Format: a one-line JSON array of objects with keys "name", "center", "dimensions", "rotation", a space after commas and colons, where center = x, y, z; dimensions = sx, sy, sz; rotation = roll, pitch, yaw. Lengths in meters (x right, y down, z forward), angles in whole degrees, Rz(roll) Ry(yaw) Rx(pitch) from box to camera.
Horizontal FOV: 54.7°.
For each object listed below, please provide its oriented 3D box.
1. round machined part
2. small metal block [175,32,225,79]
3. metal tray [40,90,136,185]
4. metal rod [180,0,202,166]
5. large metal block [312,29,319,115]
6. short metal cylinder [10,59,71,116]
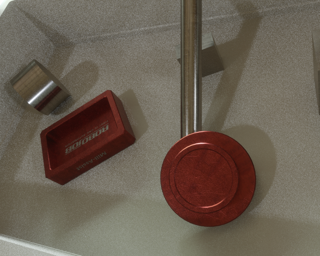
[{"name": "round machined part", "center": [0.047, 0.051, 0.317], "dimensions": [0.098, 0.042, 0.097], "rotation": [-3, 80, 16]}, {"name": "small metal block", "center": [0.054, -0.095, 0.418], "dimensions": [0.050, 0.050, 0.025], "rotation": [-17, 55, 18]}, {"name": "metal tray", "center": [-0.108, 0.013, 0.449], "dimensions": [0.130, 0.030, 0.090], "rotation": [-31, 52, 8]}, {"name": "metal rod", "center": [0.037, -0.106, 0.365], "dimensions": [0.025, 0.025, 0.298], "rotation": [0, 89, 28]}, {"name": "large metal block", "center": [0.197, -0.058, 0.303], "dimensions": [0.080, 0.080, 0.050], "rotation": [-6, 59, 25]}, {"name": "short metal cylinder", "center": [-0.196, -0.067, 0.511], "dimensions": [0.050, 0.080, 0.080], "rotation": [-44, 51, -2]}]
